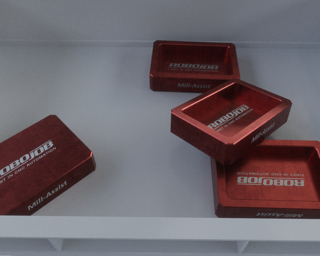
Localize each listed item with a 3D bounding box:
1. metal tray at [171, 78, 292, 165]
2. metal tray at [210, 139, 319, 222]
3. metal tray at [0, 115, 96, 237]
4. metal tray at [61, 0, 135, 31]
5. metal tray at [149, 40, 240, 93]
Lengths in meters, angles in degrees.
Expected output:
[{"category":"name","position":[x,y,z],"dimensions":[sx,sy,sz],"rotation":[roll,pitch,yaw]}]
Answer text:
[{"category":"metal tray","position":[0.088,-0.015,0.383],"dimensions":[0.131,0.030,0.090],"rotation":[-28,45,-34]},{"category":"metal tray","position":[0.127,0.057,0.354],"dimensions":[0.131,0.030,0.090],"rotation":[2,50,1]},{"category":"metal tray","position":[-0.154,0.048,0.360],"dimensions":[0.131,0.030,0.090],"rotation":[-36,59,-26]},{"category":"metal tray","position":[-0.113,-0.225,0.592],"dimensions":[0.131,0.030,0.090],"rotation":[-2,50,-2]},{"category":"metal tray","position":[0.053,-0.096,0.482],"dimensions":[0.131,0.030,0.090],"rotation":[3,50,2]}]
